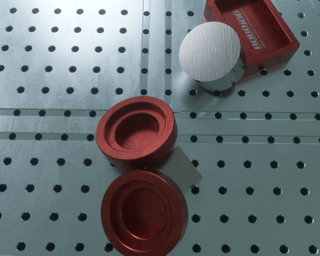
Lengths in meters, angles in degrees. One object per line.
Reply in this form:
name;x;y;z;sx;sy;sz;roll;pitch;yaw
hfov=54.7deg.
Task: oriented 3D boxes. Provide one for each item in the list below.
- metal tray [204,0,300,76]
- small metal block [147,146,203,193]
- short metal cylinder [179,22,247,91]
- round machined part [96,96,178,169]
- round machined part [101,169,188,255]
metal tray;0.134;-0.151;0.465;0.091;0.030;0.130;-21;72;-8
small metal block;0.018;0.059;0.390;0.050;0.025;0.050;-34;74;-12
short metal cylinder;0.072;-0.095;0.418;0.080;0.050;0.080;-4;80;23
round machined part;-0.026;0.009;0.387;0.098;0.042;0.098;-8;51;10
round machined part;-0.014;0.096;0.354;0.098;0.042;0.097;-1;87;22
